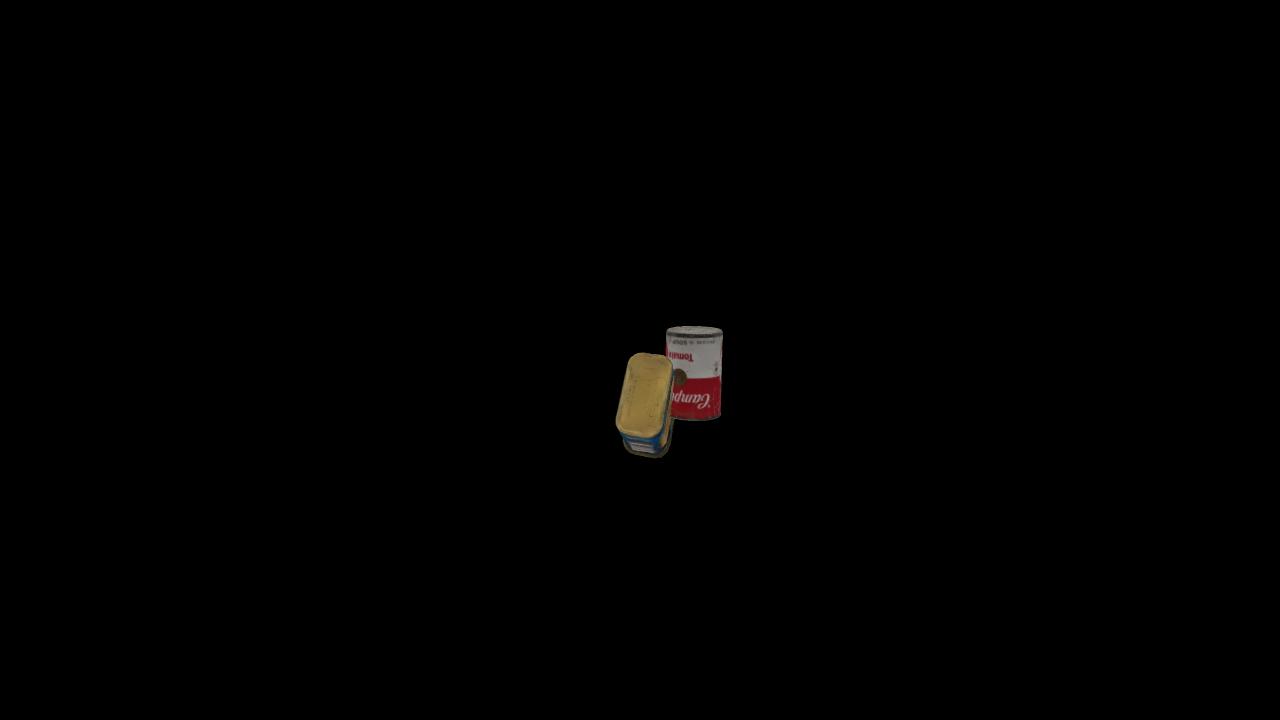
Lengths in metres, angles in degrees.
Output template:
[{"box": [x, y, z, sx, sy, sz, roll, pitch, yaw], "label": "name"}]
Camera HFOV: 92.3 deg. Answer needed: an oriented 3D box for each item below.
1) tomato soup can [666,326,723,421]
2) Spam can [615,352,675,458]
[{"box": [0.063, 0.014, 0.719, 0.068, 0.101, 0.068, 1, 10, 0], "label": "tomato soup can"}, {"box": [0.010, 0.052, 0.704, 0.058, 0.101, 0.085, 8, -20, 10], "label": "Spam can"}]
